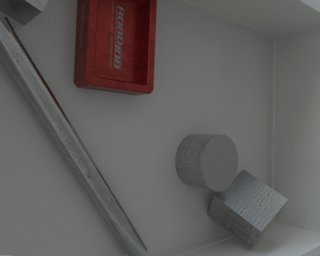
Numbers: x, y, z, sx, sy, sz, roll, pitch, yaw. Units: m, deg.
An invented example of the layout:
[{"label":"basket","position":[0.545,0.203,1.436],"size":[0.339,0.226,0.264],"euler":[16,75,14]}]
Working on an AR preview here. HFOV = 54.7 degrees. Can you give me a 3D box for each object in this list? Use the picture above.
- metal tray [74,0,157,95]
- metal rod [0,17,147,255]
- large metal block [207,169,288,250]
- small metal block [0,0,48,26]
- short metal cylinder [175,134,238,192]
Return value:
[{"label":"metal tray","position":[-0.049,-0.108,0.362],"size":[0.091,0.030,0.129],"euler":[3,88,-40]},{"label":"metal rod","position":[-0.089,0.030,0.333],"size":[0.025,0.025,0.299],"euler":[-40,115,-33]},{"label":"large metal block","position":[0.134,0.122,0.477],"size":[0.081,0.080,0.050],"euler":[-30,143,-36]},{"label":"small metal block","position":[-0.133,-0.124,0.279],"size":[0.050,0.050,0.025],"euler":[31,71,-36]},{"label":"short metal cylinder","position":[0.069,0.049,0.451],"size":[0.081,0.050,0.079],"euler":[0,90,-40]}]
